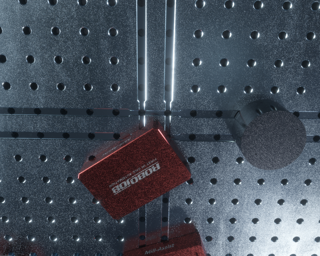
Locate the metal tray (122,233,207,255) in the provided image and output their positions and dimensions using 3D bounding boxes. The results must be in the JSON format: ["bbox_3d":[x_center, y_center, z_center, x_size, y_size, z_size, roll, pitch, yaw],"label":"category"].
[{"bbox_3d":[0.014,0.227,0.494,0.131,0.030,0.090,-18,109,6],"label":"metal tray"}]

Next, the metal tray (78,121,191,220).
[{"bbox_3d":[-0.034,0.061,0.433,0.130,0.030,0.090,-32,108,10],"label":"metal tray"}]

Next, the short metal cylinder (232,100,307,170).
[{"bbox_3d":[0.140,0.008,0.405,0.081,0.050,0.079,0,110,-1],"label":"short metal cylinder"}]
